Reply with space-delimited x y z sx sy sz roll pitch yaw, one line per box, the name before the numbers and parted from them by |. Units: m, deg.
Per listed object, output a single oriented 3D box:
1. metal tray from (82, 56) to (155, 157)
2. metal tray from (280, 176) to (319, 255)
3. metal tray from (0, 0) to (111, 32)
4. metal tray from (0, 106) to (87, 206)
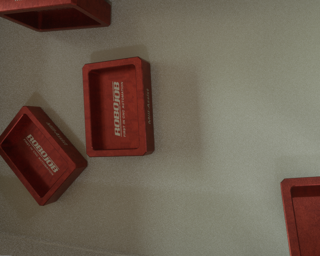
metal tray | -0.058 -0.026 0.428 0.090 0.030 0.129 -3 89 20
metal tray | 0.176 0.113 0.309 0.090 0.030 0.130 -7 55 19
metal tray | -0.146 -0.164 0.427 0.130 0.090 0.030 2 91 20
metal tray | -0.183 0.040 0.472 0.130 0.030 0.090 46 104 14
